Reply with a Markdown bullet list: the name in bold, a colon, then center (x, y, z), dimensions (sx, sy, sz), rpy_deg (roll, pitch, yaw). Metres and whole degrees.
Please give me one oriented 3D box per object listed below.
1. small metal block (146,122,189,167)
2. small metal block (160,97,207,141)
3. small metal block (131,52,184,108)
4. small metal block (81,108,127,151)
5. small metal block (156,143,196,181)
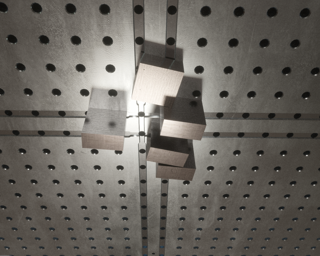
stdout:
- **small metal block**: center (0.009, 0.021, 0.414), dimensions (0.050, 0.050, 0.025), rpy_deg (11, 129, -10)
- **small metal block**: center (0.027, -0.013, 0.384), dimensions (0.050, 0.050, 0.025), rpy_deg (8, 130, -7)
- **small metal block**: center (-0.004, -0.056, 0.364), dimensions (0.050, 0.025, 0.050), rpy_deg (11, 129, -10)
- **small metal block**: center (-0.070, 0.001, 0.395), dimensions (0.050, 0.050, 0.025), rpy_deg (5, 130, -5)
- **small metal block**: center (0.021, 0.045, 0.434), dimensions (0.050, 0.050, 0.025), rpy_deg (6, 130, -6)
